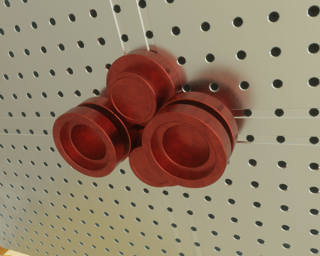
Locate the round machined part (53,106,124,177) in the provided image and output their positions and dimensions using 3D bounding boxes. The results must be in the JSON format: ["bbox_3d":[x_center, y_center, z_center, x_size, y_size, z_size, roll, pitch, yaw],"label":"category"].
[{"bbox_3d":[-0.090,0.015,0.415,0.098,0.042,0.097,13,124,21],"label":"round machined part"}]

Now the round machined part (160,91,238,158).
[{"bbox_3d":[0.045,0.000,0.376,0.098,0.042,0.097,13,124,21],"label":"round machined part"}]

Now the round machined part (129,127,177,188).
[{"bbox_3d":[-0.004,0.043,0.428,0.098,0.042,0.097,13,124,21],"label":"round machined part"}]

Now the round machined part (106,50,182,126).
[{"bbox_3d":[-0.026,-0.044,0.387,0.098,0.042,0.097,13,124,21],"label":"round machined part"}]

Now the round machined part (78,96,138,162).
[{"bbox_3d":[-0.074,0.000,0.439,0.098,0.042,0.097,13,124,21],"label":"round machined part"}]

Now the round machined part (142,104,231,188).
[{"bbox_3d":[0.032,0.017,0.352,0.098,0.042,0.097,13,124,21],"label":"round machined part"}]
